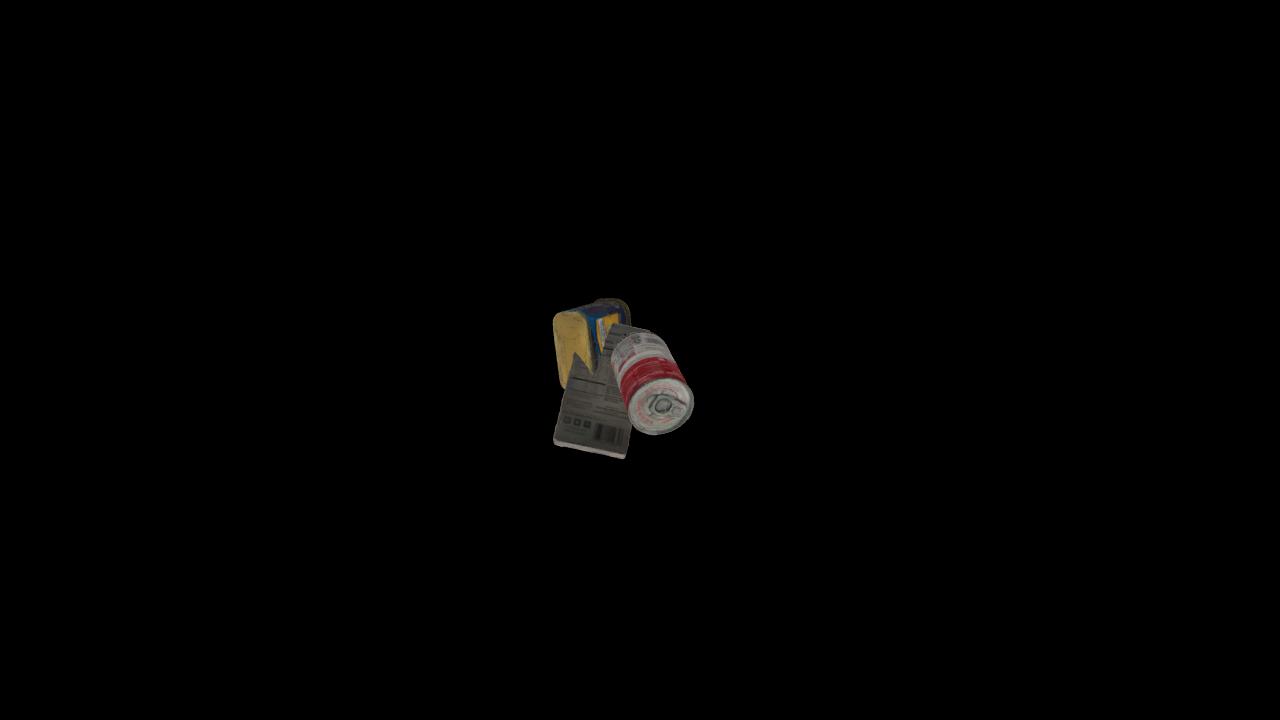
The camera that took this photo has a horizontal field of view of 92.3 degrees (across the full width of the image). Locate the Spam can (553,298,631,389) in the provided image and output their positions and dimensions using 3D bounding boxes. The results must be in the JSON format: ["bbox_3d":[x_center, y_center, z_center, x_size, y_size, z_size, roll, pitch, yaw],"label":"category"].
[{"bbox_3d":[-0.054,-0.017,0.732,0.058,0.101,0.085,2,15,32],"label":"Spam can"}]

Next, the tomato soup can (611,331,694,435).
[{"bbox_3d":[0.009,0.021,0.640,0.068,0.068,0.101,0,30,-15],"label":"tomato soup can"}]

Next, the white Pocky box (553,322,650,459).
[{"bbox_3d":[-0.042,0.030,0.701,0.084,0.154,0.028,13,-23,-3],"label":"white Pocky box"}]
